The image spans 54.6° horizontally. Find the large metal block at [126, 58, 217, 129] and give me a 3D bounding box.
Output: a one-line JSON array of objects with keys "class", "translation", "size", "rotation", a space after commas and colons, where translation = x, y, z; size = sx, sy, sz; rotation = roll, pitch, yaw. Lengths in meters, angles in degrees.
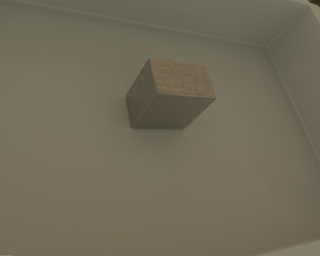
[{"class": "large metal block", "translation": [0.011, -0.040, 0.397], "size": [0.081, 0.080, 0.050], "rotation": [1, 61, -28]}]
